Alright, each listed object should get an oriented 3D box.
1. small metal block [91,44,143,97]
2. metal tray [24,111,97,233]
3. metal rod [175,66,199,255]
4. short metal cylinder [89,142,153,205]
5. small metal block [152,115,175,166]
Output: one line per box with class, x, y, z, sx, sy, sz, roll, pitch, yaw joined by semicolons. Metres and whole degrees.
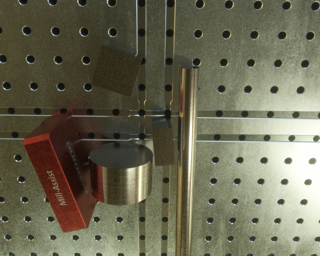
small metal block;-0.053;-0.072;0.386;0.050;0.025;0.050;17;109;-7
metal tray;-0.119;0.054;0.396;0.030;0.090;0.129;-14;110;5
metal rod;0.037;0.064;0.437;0.025;0.025;0.298;0;110;0
short metal cylinder;-0.050;0.057;0.404;0.081;0.080;0.050;2;110;-1
small metal block;0.004;0.015;0.406;0.025;0.050;0.050;-5;110;1
